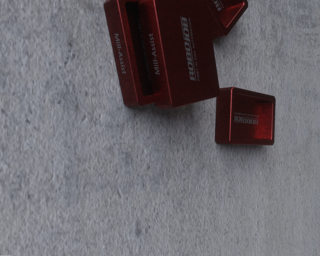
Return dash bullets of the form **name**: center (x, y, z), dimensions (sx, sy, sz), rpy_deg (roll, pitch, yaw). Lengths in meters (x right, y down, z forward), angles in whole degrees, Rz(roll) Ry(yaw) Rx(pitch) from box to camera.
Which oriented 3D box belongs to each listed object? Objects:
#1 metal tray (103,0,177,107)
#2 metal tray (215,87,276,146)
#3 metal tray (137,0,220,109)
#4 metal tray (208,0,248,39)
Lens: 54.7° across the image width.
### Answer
- **metal tray**: center (-0.013, -0.098, 0.392), dimensions (0.091, 0.030, 0.129), rpy_deg (-18, 102, -39)
- **metal tray**: center (0.149, -0.016, 0.529), dimensions (0.131, 0.030, 0.089), rpy_deg (4, 88, -40)
- **metal tray**: center (0.027, -0.095, 0.386), dimensions (0.091, 0.030, 0.129), rpy_deg (-17, 101, -39)
- **metal tray**: center (0.077, -0.213, 0.468), dimensions (0.130, 0.030, 0.090), rpy_deg (51, 60, -28)
